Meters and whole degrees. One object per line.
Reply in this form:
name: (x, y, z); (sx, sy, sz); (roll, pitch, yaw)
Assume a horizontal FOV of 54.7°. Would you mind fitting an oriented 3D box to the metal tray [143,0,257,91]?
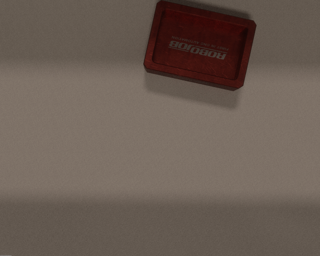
metal tray: (0.051, -0.107, 0.409); (0.131, 0.030, 0.089); (12, 90, -1)
